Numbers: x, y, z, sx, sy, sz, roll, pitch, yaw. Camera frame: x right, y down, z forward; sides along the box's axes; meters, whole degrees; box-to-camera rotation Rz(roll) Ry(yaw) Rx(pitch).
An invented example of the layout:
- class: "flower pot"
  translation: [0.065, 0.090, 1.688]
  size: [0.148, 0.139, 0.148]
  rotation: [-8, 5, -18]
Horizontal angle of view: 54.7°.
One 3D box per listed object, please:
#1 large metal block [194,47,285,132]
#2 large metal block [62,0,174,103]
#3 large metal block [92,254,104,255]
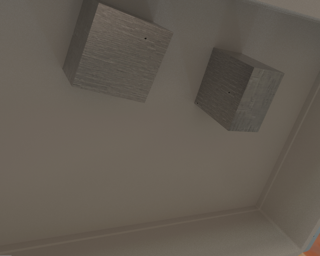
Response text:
- class: "large metal block"
  translation: [0.097, -0.049, 0.398]
  size: [0.050, 0.080, 0.079]
  rotation: [3, 117, -30]
- class: "large metal block"
  translation: [-0.045, -0.079, 0.320]
  size: [0.081, 0.050, 0.079]
  rotation: [11, 113, -33]
- class: "large metal block"
  translation: [-0.106, 0.259, 0.480]
  size: [0.050, 0.080, 0.079]
  rotation: [0, 119, -29]
